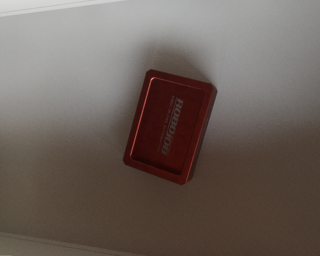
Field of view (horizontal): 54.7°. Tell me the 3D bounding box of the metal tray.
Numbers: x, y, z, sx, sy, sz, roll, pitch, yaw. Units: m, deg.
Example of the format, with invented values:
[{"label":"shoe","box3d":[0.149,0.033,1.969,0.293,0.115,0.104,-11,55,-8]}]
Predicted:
[{"label":"metal tray","box3d":[0.012,-0.002,0.402,0.090,0.030,0.129,17,96,18]}]
